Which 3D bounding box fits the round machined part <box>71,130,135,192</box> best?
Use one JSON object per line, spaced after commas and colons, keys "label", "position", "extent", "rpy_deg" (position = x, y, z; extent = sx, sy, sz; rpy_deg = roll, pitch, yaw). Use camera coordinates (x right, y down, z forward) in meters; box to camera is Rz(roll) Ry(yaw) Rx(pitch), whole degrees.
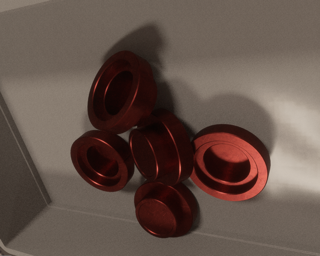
{"label": "round machined part", "position": [-0.081, 0.045, 0.466], "extent": [0.098, 0.042, 0.097], "rpy_deg": [13, 124, 20]}

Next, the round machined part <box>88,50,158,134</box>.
{"label": "round machined part", "position": [-0.041, -0.039, 0.371], "extent": [0.098, 0.098, 0.042], "rpy_deg": [-28, 146, 37]}

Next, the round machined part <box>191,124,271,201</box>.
{"label": "round machined part", "position": [0.083, 0.038, 0.376], "extent": [0.098, 0.042, 0.097], "rpy_deg": [13, 124, 20]}

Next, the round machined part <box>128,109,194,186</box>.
{"label": "round machined part", "position": [-0.005, 0.028, 0.387], "extent": [0.098, 0.042, 0.097], "rpy_deg": [38, 138, 45]}

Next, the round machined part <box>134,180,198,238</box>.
{"label": "round machined part", "position": [0.003, 0.124, 0.464], "extent": [0.098, 0.042, 0.097], "rpy_deg": [11, 116, 24]}
